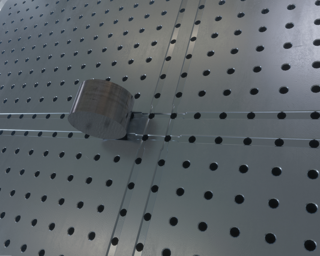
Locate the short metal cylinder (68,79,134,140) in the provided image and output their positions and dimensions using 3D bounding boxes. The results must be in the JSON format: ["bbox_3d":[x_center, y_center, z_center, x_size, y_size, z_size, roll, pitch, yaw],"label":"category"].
[{"bbox_3d":[-0.080,-0.024,0.431,0.080,0.080,0.050,-2,61,27],"label":"short metal cylinder"}]
